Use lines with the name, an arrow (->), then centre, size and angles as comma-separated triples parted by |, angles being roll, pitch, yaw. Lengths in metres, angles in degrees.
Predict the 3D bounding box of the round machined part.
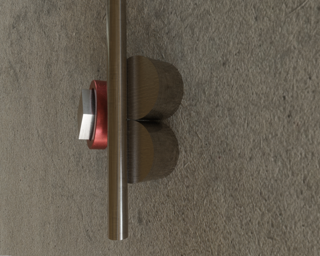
round machined part -> -0.077, -0.018, 0.443 | 0.098, 0.042, 0.097 | -177, 90, -69

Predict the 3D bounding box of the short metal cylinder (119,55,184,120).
short metal cylinder -> -0.016, -0.050, 0.404 | 0.080, 0.050, 0.079 | 0, 90, 40

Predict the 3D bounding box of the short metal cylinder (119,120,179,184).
short metal cylinder -> -0.022, 0.030, 0.408 | 0.080, 0.050, 0.080 | -1, 89, 40

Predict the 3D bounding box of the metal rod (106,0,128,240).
metal rod -> -0.053, -0.014, 0.386 | 0.025, 0.025, 0.298 | -1, 89, 40

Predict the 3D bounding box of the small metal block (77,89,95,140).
small metal block -> -0.100, -0.019, 0.436 | 0.050, 0.025, 0.050 | 114, 150, -42
